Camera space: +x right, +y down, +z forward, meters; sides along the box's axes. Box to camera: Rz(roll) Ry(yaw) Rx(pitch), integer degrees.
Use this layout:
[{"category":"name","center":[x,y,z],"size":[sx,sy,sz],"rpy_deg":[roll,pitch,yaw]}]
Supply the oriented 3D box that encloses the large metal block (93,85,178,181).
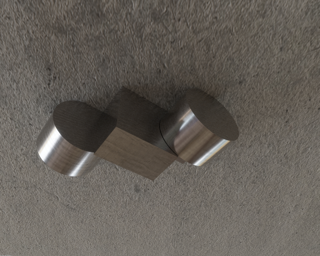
[{"category":"large metal block","center":[-0.027,0.006,0.378],"size":[0.080,0.080,0.050],"rpy_deg":[28,124,-22]}]

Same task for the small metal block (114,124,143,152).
[{"category":"small metal block","center":[-0.052,0.021,0.427],"size":[0.050,0.025,0.050],"rpy_deg":[28,125,-22]}]

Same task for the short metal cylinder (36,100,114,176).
[{"category":"short metal cylinder","center":[-0.103,0.012,0.382],"size":[0.080,0.080,0.050],"rpy_deg":[28,125,-22]}]

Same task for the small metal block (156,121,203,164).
[{"category":"small metal block","center":[0.027,0.016,0.423],"size":[0.050,0.025,0.050],"rpy_deg":[28,125,-22]}]

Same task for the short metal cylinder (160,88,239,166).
[{"category":"short metal cylinder","center":[0.047,-0.001,0.372],"size":[0.080,0.080,0.050],"rpy_deg":[28,125,-22]}]
